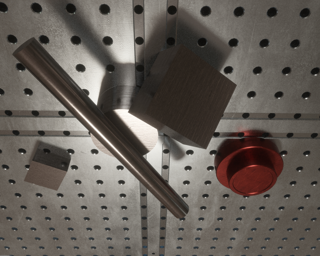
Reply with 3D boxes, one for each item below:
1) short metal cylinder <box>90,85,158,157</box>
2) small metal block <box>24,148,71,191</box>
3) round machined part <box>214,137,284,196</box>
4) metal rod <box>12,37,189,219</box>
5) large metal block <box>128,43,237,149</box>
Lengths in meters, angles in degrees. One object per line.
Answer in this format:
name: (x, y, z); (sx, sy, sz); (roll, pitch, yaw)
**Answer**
short metal cylinder: (-0.043, -0.007, 0.389); (0.081, 0.050, 0.079); (-1, 130, 0)
small metal block: (-0.168, 0.063, 0.463); (0.050, 0.025, 0.050); (22, 127, -18)
round machined part: (0.132, 0.063, 0.457); (0.099, 0.042, 0.097); (-1, 130, 0)
metal rod: (-0.046, 0.023, 0.364); (0.025, 0.025, 0.300); (-25, 126, 19)
large metal block: (0.025, -0.032, 0.341); (0.080, 0.050, 0.080); (31, 80, -24)
